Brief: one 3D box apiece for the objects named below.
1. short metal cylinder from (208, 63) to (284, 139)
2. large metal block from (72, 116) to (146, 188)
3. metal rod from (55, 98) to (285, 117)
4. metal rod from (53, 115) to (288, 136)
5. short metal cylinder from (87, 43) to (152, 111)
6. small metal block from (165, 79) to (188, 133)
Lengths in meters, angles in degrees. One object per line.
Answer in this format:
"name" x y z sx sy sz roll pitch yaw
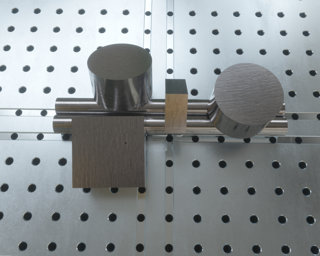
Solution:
"short metal cylinder" 0.103 -0.032 0.381 0.081 0.050 0.080 0 70 0
"large metal block" -0.058 0.027 0.370 0.081 0.050 0.079 -1 90 -1
"metal rod" 0.013 -0.027 0.418 0.302 0.025 0.025 1 70 0
"metal rod" 0.013 -0.004 0.410 0.302 0.025 0.025 1 70 0
"short metal cylinder" -0.050 -0.067 0.404 0.081 0.050 0.080 1 46 0
"small metal block" 0.018 -0.027 0.375 0.025 0.050 0.050 1 28 0
